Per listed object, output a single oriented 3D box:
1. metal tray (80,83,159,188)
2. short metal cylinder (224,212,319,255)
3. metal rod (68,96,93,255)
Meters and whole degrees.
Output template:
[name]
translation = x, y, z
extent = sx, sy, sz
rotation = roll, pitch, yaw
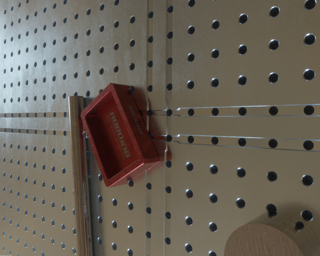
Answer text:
[metal tray]
translation = -0.064, 0.011, 0.458
extent = 0.090, 0.030, 0.130
rotation = -37, 67, 33
[short metal cylinder]
translation = 0.111, 0.127, 0.302
extent = 0.080, 0.050, 0.080
rotation = 0, 90, 40
[metal rod]
translation = -0.132, 0.096, 0.518
extent = 0.025, 0.025, 0.298
rotation = -7, 85, 40
